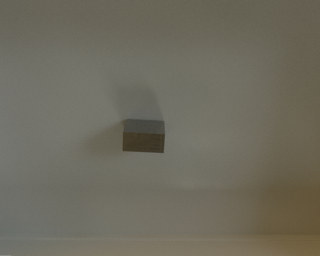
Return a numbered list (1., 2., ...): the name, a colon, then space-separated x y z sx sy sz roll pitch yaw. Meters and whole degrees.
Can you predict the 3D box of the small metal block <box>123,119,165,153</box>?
1. small metal block: -0.020 0.009 0.397 0.050 0.050 0.025 3 110 -2
